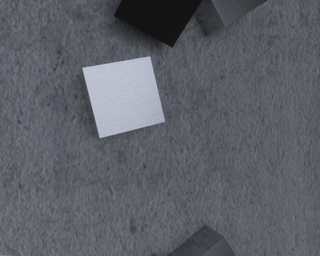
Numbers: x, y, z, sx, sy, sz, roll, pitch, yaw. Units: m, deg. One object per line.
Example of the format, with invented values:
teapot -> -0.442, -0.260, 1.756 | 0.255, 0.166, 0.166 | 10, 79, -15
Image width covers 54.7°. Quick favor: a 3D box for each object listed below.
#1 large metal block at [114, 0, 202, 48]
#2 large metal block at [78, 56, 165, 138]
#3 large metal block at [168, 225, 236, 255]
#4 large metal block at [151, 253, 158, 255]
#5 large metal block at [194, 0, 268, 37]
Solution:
large metal block -> 0.000, -0.159, 0.375 | 0.080, 0.050, 0.080 | 24, 124, -19
large metal block -> -0.048, -0.037, 0.379 | 0.081, 0.050, 0.080 | -15, 95, -20
large metal block -> 0.062, 0.195, 0.421 | 0.080, 0.050, 0.080 | -34, 101, -17
large metal block -> -0.010, 0.225, 0.393 | 0.080, 0.050, 0.080 | -34, 101, -17
large metal block -> 0.087, -0.187, 0.429 | 0.080, 0.050, 0.080 | -35, 102, -17
